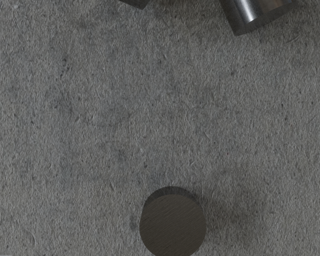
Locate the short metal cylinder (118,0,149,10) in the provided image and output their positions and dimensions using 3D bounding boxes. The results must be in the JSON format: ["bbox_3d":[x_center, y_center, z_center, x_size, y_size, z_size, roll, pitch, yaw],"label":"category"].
[{"bbox_3d":[-0.032,-0.195,0.382,0.050,0.080,0.080,22,90,0],"label":"short metal cylinder"}]

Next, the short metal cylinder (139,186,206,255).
[{"bbox_3d":[0.016,0.119,0.398,0.081,0.050,0.080,0,90,0],"label":"short metal cylinder"}]

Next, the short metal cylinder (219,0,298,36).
[{"bbox_3d":[0.120,-0.156,0.383,0.080,0.080,0.050,-24,90,0],"label":"short metal cylinder"}]
